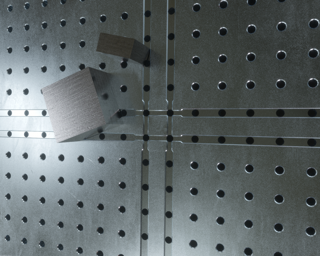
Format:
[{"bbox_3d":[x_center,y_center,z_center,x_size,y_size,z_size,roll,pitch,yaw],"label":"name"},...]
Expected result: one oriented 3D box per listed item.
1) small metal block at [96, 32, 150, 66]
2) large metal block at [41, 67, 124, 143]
[{"bbox_3d":[-0.049,-0.105,0.416,0.050,0.050,0.025,16,96,19],"label":"small metal block"},{"bbox_3d":[-0.109,-0.030,0.438,0.080,0.050,0.080,-20,83,19],"label":"large metal block"}]
